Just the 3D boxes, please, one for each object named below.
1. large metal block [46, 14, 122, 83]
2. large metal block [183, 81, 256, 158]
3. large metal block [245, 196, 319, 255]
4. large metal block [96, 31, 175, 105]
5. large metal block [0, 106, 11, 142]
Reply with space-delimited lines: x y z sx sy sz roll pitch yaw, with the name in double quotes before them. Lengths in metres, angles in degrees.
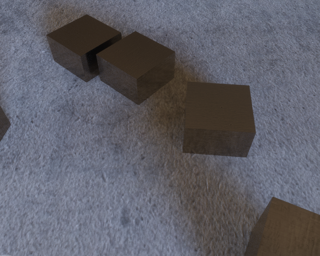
"large metal block" -0.117 -0.129 0.494 0.080 0.050 0.080 34 57 25
"large metal block" 0.073 -0.012 0.398 0.080 0.050 0.080 4 50 3
"large metal block" 0.103 0.120 0.268 0.050 0.080 0.080 20 53 16
"large metal block" -0.035 -0.092 0.464 0.080 0.050 0.080 34 58 25
"large metal block" -0.233 -0.003 0.367 0.050 0.080 0.080 7 50 5
